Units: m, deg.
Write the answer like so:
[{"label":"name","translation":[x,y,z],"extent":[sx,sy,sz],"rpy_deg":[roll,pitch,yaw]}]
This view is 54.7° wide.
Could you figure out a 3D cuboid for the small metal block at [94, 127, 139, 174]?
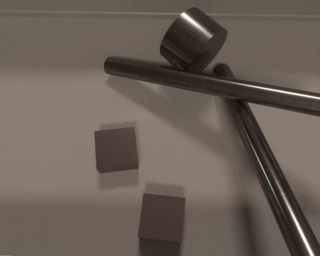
[{"label":"small metal block","translation":[-0.056,0.029,0.399],"extent":[0.050,0.025,0.050],"rpy_deg":[-7,70,-3]}]

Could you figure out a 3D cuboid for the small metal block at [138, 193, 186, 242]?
[{"label":"small metal block","translation":[0.002,0.108,0.370],"extent":[0.050,0.025,0.050],"rpy_deg":[6,70,2]}]

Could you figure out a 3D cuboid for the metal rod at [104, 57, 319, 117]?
[{"label":"metal rod","translation":[0.062,-0.054,0.385],"extent":[0.301,0.025,0.025],"rpy_deg":[15,70,22]}]

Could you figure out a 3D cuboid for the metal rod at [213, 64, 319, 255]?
[{"label":"metal rod","translation":[0.108,0.024,0.338],"extent":[0.025,0.025,0.300],"rpy_deg":[-7,46,-3]}]

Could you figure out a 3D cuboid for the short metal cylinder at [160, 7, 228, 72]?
[{"label":"short metal cylinder","translation":[0.046,-0.115,0.423],"extent":[0.050,0.080,0.080],"rpy_deg":[43,75,14]}]
